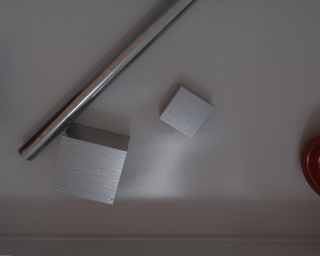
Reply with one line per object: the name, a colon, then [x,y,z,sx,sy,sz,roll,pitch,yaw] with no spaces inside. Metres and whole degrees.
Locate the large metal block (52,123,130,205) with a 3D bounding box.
large metal block: [-0.091,0.046,0.414,0.081,0.050,0.079,15,109,-6]

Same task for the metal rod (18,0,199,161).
metal rod: [-0.072,-0.061,0.387,0.300,0.025,0.025,-41,105,13]

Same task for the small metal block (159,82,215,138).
small metal block: [0.034,-0.023,0.403,0.050,0.025,0.050,32,107,-12]

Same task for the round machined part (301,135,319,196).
round machined part: [0.239,0.049,0.402,0.042,0.098,0.097,-16,113,-27]
